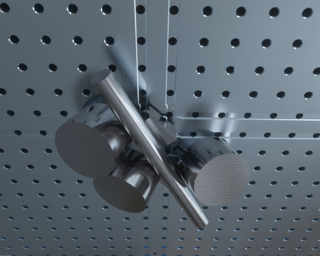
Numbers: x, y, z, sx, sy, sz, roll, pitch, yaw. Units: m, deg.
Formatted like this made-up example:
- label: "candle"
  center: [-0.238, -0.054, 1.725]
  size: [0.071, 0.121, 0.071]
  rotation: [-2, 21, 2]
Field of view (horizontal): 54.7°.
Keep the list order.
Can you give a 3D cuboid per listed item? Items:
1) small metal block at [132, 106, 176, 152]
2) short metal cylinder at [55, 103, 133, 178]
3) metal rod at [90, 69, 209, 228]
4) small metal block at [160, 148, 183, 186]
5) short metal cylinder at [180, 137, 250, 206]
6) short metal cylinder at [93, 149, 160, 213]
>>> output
- label: "small metal block"
  center: [-0.014, 0.006, 0.412]
  size: [0.050, 0.025, 0.050]
  rotation: [-36, 122, 26]
- label: "short metal cylinder"
  center: [-0.081, 0.015, 0.385]
  size: [0.080, 0.050, 0.079]
  rotation: [11, 123, 17]
- label: "metal rod"
  center: [0.002, 0.048, 0.414]
  size: [0.025, 0.025, 0.299]
  rotation: [-20, 127, 16]
- label: "small metal block"
  center: [0.023, 0.064, 0.462]
  size: [0.050, 0.025, 0.050]
  rotation: [-33, 123, 24]
- label: "short metal cylinder"
  center: [0.074, 0.059, 0.424]
  size: [0.081, 0.050, 0.079]
  rotation: [-8, 116, -17]
- label: "short metal cylinder"
  center: [-0.046, 0.074, 0.435]
  size: [0.080, 0.050, 0.079]
  rotation: [16, 137, 16]
